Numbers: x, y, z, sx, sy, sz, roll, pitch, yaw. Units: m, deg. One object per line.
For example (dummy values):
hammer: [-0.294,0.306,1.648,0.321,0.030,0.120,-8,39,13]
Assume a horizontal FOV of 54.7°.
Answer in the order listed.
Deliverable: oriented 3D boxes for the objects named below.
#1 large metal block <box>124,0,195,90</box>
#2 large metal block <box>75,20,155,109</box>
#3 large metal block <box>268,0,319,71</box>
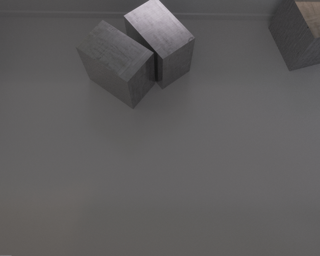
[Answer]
large metal block: [-0.001,-0.112,0.421,0.050,0.080,0.080,-36,74,-12]
large metal block: [-0.055,-0.081,0.409,0.080,0.080,0.050,35,74,12]
large metal block: [0.203,-0.139,0.432,0.050,0.080,0.080,-15,71,-5]
